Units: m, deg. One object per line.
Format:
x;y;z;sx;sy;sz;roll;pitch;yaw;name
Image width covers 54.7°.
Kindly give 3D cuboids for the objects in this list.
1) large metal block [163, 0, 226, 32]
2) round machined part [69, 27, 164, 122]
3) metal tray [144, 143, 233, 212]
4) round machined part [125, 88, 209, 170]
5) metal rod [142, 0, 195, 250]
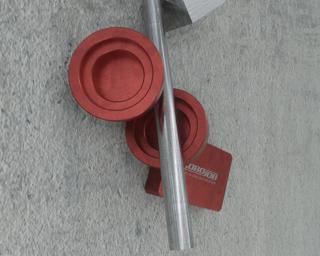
0.033;-0.188;0.418;0.080;0.050;0.080;-42;116;-32;large metal block
-0.044;-0.055;0.336;0.099;0.042;0.097;0;87;3;round machined part
0.046;0.063;0.443;0.131;0.030;0.090;24;75;-38;metal tray
0.011;0.004;0.379;0.042;0.098;0.098;48;55;-68;round machined part
0.006;-0.022;0.352;0.025;0.025;0.299;10;66;-40;metal rod
